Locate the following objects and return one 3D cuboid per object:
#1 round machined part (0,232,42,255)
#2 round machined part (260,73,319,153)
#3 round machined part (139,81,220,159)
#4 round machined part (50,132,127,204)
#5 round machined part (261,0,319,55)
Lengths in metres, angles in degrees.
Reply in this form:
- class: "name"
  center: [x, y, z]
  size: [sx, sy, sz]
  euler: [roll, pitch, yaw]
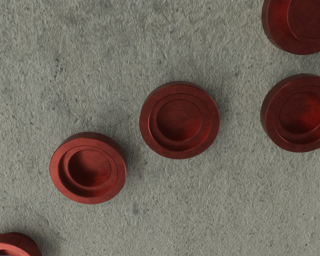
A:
- class: "round machined part"
  center: [-0.227, 0.200, 0.472]
  size: [0.099, 0.042, 0.097]
  euler: [0, 110, 0]
- class: "round machined part"
  center: [0.177, -0.021, 0.394]
  size: [0.099, 0.042, 0.097]
  euler: [0, 110, 0]
- class: "round machined part"
  center: [0.024, -0.013, 0.396]
  size: [0.099, 0.042, 0.097]
  euler: [0, 110, 0]
- class: "round machined part"
  center: [-0.093, 0.050, 0.418]
  size: [0.099, 0.042, 0.097]
  euler: [0, 110, 0]
- class: "round machined part"
  center: [0.171, -0.133, 0.353]
  size: [0.099, 0.042, 0.097]
  euler: [0, 110, 0]
